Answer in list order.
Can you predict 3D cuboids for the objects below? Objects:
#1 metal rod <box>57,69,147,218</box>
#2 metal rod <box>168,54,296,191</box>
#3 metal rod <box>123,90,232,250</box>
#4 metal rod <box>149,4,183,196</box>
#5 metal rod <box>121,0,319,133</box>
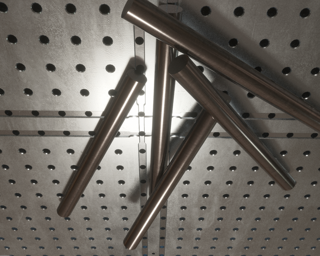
[{"bbox_3d":[-0.095,0.041,0.444,0.025,0.025,0.298,21,127,-18],"label":"metal rod"},{"bbox_3d":[0.110,0.012,0.398,0.025,0.025,0.301,-31,132,23],"label":"metal rod"},{"bbox_3d":[0.014,0.076,0.447,0.025,0.025,0.298,20,119,-16],"label":"metal rod"},{"bbox_3d":[0.002,-0.006,0.406,0.025,0.025,0.298,2,130,-2],"label":"metal rod"},{"bbox_3d":[0.095,-0.057,0.344,0.302,0.025,0.025,23,127,-27],"label":"metal rod"}]
